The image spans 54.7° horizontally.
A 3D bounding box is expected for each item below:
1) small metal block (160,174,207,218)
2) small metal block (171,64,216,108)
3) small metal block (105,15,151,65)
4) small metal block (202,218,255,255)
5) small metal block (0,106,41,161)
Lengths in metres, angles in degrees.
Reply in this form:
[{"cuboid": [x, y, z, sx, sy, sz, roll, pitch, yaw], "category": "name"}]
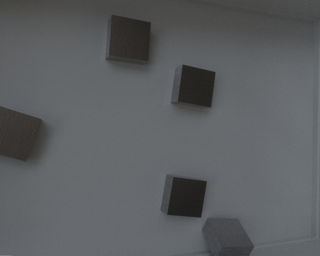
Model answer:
[{"cuboid": [0.032, 0.093, 0.424, 0.050, 0.025, 0.050, 11, 86, -20], "category": "small metal block"}, {"cuboid": [0.046, -0.056, 0.429, 0.050, 0.025, 0.050, 9, 87, -20], "category": "small metal block"}, {"cuboid": [-0.041, -0.111, 0.396, 0.050, 0.025, 0.050, 4, 89, -20], "category": "small metal block"}, {"cuboid": [0.093, 0.153, 0.431, 0.050, 0.050, 0.025, 7, 118, -20], "category": "small metal block"}, {"cuboid": [-0.168, 0.006, 0.349, 0.050, 0.025, 0.050, 19, 83, -19], "category": "small metal block"}]
